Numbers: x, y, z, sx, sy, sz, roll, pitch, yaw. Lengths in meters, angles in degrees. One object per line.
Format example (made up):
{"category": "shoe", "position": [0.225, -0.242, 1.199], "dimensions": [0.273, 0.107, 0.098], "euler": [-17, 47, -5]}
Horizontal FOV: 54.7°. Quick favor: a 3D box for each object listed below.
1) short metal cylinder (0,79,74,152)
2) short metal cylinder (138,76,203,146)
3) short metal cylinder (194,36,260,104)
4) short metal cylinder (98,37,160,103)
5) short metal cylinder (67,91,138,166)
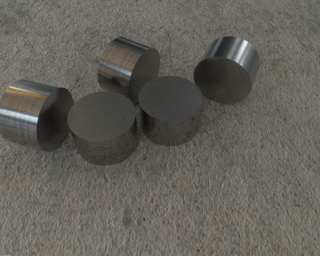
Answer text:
{"category": "short metal cylinder", "position": [-0.149, -0.015, 0.379], "dimensions": [0.050, 0.080, 0.080], "euler": [13, 51, 11]}
{"category": "short metal cylinder", "position": [0.013, -0.023, 0.406], "dimensions": [0.080, 0.050, 0.080], "euler": [0, 50, 0]}
{"category": "short metal cylinder", "position": [0.094, -0.080, 0.435], "dimensions": [0.080, 0.080, 0.050], "euler": [19, 53, 15]}
{"category": "short metal cylinder", "position": [-0.042, -0.081, 0.435], "dimensions": [0.050, 0.080, 0.080], "euler": [25, 54, 19]}
{"category": "short metal cylinder", "position": [-0.069, 0.000, 0.386], "dimensions": [0.080, 0.050, 0.080], "euler": [0, 50, 0]}
